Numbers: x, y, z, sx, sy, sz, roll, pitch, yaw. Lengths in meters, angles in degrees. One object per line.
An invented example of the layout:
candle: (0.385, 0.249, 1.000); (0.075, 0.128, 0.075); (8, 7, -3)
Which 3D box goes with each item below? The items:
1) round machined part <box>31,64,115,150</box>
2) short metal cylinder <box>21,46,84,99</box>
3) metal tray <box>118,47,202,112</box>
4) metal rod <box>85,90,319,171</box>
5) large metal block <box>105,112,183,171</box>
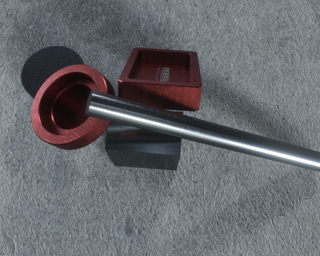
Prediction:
round machined part: (-0.095, -0.021, 0.360); (0.098, 0.042, 0.098); (-7, 68, 18)
short metal cylinder: (-0.136, -0.062, 0.417); (0.081, 0.050, 0.080); (0, 70, 0)
metal tray: (0.003, -0.066, 0.391); (0.091, 0.030, 0.130); (4, 31, 1)
metal rod: (0.070, 0.010, 0.344); (0.302, 0.025, 0.025); (14, 69, -21)
large metal block: (-0.017, 0.016, 0.374); (0.081, 0.080, 0.050); (4, 70, 1)
